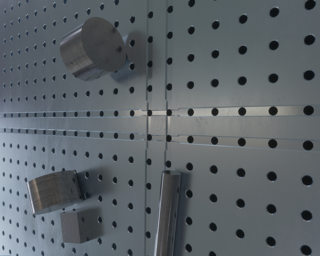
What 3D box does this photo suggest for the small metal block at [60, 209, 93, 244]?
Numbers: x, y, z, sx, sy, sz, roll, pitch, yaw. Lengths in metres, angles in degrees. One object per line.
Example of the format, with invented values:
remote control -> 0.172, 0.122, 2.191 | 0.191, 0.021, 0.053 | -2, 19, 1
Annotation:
small metal block -> -0.143, 0.167, 0.527 | 0.050, 0.025, 0.050 | -14, 81, 39

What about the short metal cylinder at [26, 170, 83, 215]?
short metal cylinder -> -0.176, 0.108, 0.519 | 0.080, 0.081, 0.050 | -30, 71, 36

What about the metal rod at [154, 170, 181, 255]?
metal rod -> 0.001, 0.205, 0.408 | 0.025, 0.025, 0.298 | 9, 96, 39

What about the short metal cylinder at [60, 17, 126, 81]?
short metal cylinder -> -0.096, -0.114, 0.453 | 0.050, 0.081, 0.080 | -14, 82, 39
